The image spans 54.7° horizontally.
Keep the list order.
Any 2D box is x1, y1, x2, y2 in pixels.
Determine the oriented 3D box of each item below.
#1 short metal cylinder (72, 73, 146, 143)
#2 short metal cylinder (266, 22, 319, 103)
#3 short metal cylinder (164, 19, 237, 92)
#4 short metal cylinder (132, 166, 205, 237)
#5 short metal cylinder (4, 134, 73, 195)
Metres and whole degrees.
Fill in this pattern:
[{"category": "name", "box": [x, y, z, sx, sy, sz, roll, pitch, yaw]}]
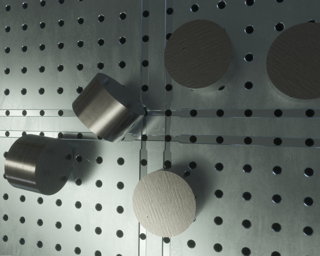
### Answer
[{"category": "short metal cylinder", "box": [-0.066, -0.027, 0.405, 0.080, 0.080, 0.050, 47, 104, 14]}, {"category": "short metal cylinder", "box": [0.161, -0.069, 0.343, 0.080, 0.050, 0.079, 0, 90, 19]}, {"category": "short metal cylinder", "box": [0.051, -0.085, 0.381, 0.080, 0.050, 0.079, 0, 90, 19]}, {"category": "short metal cylinder", "box": [0.012, 0.091, 0.394, 0.080, 0.050, 0.079, 0, 90, 19]}, {"category": "short metal cylinder", "box": [-0.170, 0.051, 0.442, 0.050, 0.080, 0.079, 8, 93, 19]}]
